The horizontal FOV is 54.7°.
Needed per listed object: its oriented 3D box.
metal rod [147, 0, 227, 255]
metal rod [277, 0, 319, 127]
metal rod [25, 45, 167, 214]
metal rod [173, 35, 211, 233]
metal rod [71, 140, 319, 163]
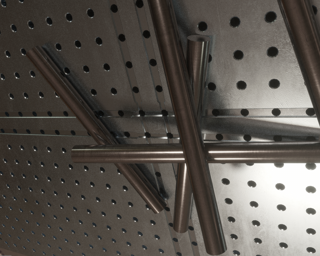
[{"bbox_3d":[0.032,-0.001,0.344,0.025,0.025,0.298,-9,99,31],"label":"metal rod"},{"bbox_3d":[0.161,-0.033,0.305,0.025,0.025,0.299,-16,111,34],"label":"metal rod"},{"bbox_3d":[-0.089,0.009,0.461,0.025,0.025,0.299,-30,103,37],"label":"metal rod"},{"bbox_3d":[0.037,0.030,0.409,0.025,0.025,0.298,15,125,19],"label":"metal rod"},{"bbox_3d":[0.030,0.031,0.379,0.301,0.025,0.025,-2,118,17],"label":"metal rod"}]
